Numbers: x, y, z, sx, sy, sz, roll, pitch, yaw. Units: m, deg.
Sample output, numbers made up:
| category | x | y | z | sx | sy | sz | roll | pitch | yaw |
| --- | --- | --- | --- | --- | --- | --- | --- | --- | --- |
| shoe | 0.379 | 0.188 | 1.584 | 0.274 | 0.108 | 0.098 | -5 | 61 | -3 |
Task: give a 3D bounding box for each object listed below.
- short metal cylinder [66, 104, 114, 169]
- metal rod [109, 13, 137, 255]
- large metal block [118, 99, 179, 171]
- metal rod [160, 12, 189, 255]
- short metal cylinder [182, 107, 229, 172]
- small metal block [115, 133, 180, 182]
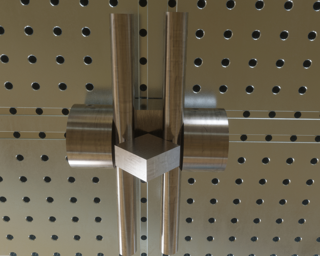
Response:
| category | x | y | z | sx | sy | sz | roll | pitch | yaw |
| --- | --- | --- | --- | --- | --- | --- | --- | --- | --- |
| short metal cylinder | -0.080 | 0.010 | 0.383 | 0.050 | 0.080 | 0.079 | 1 | 110 | -1 |
| metal rod | -0.041 | 0.024 | 0.365 | 0.025 | 0.025 | 0.298 | 1 | 110 | -1 |
| large metal block | -0.014 | 0.008 | 0.399 | 0.081 | 0.050 | 0.079 | 1 | 110 | -1 |
| metal rod | 0.014 | 0.022 | 0.365 | 0.025 | 0.025 | 0.298 | 1 | 110 | -1 |
| short metal cylinder | 0.052 | 0.014 | 0.385 | 0.050 | 0.080 | 0.079 | 1 | 110 | 0 |
| small metal block | -0.014 | 0.030 | 0.340 | 0.050 | 0.050 | 0.025 | 19 | 117 | 40 |
